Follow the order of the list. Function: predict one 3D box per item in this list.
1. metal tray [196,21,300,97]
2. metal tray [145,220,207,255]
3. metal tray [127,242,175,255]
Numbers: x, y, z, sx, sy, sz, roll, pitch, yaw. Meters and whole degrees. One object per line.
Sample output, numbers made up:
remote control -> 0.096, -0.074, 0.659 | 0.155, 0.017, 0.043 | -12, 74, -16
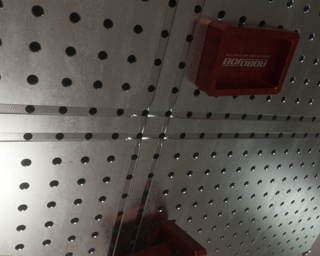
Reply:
metal tray -> 0.119, -0.091, 0.418 | 0.131, 0.030, 0.089 | -4, 121, -27
metal tray -> 0.010, 0.229, 0.501 | 0.030, 0.090, 0.129 | 17, 100, -47
metal tray -> -0.030, 0.248, 0.525 | 0.091, 0.030, 0.129 | -12, 139, -23
